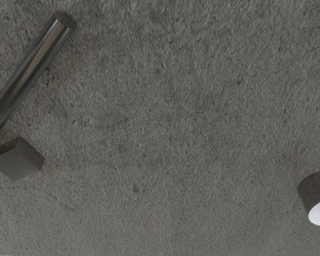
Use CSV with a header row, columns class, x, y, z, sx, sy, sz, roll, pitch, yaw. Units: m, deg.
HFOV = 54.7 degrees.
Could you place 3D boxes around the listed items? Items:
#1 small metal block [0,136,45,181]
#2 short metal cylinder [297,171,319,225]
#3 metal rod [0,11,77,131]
class,x,y,z,sx,sy,sz,roll,pitch,yaw
small metal block,-0.204,0.045,0.442,0.050,0.025,0.050,-22,127,17
short metal cylinder,0.268,0.111,0.490,0.081,0.050,0.079,0,130,0
metal rod,-0.195,-0.024,0.383,0.025,0.025,0.299,34,122,-26
